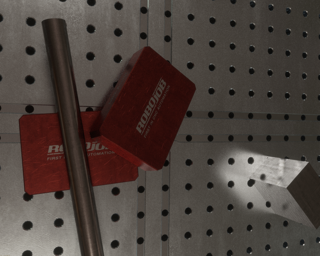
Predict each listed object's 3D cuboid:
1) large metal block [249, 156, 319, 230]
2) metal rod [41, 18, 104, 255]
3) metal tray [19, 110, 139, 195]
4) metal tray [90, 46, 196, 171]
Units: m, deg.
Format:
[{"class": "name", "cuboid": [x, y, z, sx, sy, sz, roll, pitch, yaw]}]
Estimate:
[{"class": "large metal block", "cuboid": [0.193, 0.092, 0.457, 0.050, 0.080, 0.080, -43, 104, -15]}, {"class": "metal rod", "cuboid": [-0.094, 0.032, 0.346, 0.025, 0.025, 0.298, -10, 94, -20]}, {"class": "metal tray", "cuboid": [-0.095, 0.025, 0.375, 0.131, 0.030, 0.089, -5, 92, -20]}, {"class": "metal tray", "cuboid": [-0.016, -0.023, 0.383, 0.090, 0.030, 0.130, 35, 65, -25]}]
